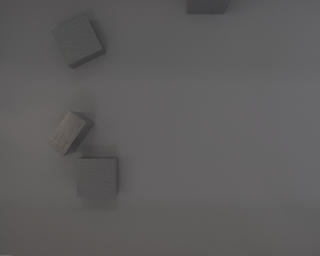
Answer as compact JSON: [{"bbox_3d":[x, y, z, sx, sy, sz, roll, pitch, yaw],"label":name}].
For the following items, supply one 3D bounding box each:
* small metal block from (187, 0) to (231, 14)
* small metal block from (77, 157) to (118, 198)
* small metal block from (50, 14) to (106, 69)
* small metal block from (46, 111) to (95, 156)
[{"bbox_3d":[0.062,-0.168,0.399,0.050,0.050,0.025,0,90,0],"label":"small metal block"},{"bbox_3d":[-0.082,0.064,0.411,0.050,0.025,0.050,0,90,0],"label":"small metal block"},{"bbox_3d":[-0.107,-0.114,0.410,0.050,0.025,0.050,-26,90,0],"label":"small metal block"},{"bbox_3d":[-0.113,0.006,0.398,0.025,0.050,0.050,35,90,0],"label":"small metal block"}]
